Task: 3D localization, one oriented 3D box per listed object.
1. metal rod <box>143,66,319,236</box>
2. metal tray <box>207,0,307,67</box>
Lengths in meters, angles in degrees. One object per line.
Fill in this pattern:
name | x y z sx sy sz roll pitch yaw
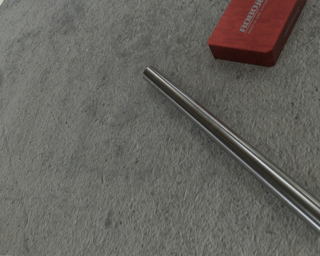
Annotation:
metal rod | 0.067 0.003 0.367 0.025 0.025 0.300 -43 51 -2
metal tray | 0.134 -0.149 0.422 0.090 0.030 0.130 19 72 35
